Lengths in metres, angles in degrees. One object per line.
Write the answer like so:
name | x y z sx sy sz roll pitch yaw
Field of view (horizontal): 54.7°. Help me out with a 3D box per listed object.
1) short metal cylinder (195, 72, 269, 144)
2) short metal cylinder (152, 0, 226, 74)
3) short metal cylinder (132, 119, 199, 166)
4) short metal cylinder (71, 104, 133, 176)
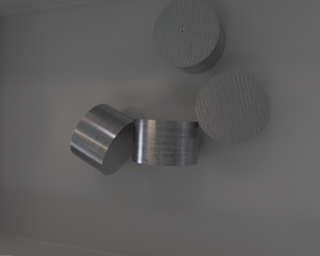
short metal cylinder | 0.087 -0.023 0.366 0.080 0.050 0.080 0 90 20
short metal cylinder | 0.037 -0.111 0.384 0.080 0.050 0.080 0 90 20
short metal cylinder | 0.007 0.016 0.379 0.080 0.080 0.050 3 91 20
short metal cylinder | -0.069 0.015 0.406 0.050 0.080 0.080 30 100 17
